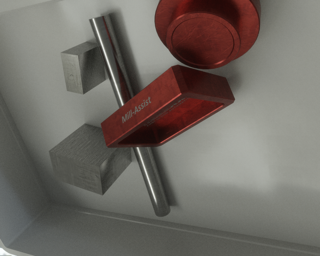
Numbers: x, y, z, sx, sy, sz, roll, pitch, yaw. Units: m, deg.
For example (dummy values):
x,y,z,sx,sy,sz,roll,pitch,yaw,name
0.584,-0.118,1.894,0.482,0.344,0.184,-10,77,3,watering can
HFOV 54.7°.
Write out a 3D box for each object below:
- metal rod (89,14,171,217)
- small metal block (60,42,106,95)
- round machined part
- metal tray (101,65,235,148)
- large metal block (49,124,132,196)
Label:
x,y,z,sx,sy,sz,roll,pitch,yaw,name
-0.033,0.000,0.424,0.025,0.025,0.298,-2,118,29,metal rod
-0.096,-0.077,0.393,0.025,0.050,0.050,14,124,20,small metal block
0.043,-0.093,0.291,0.099,0.042,0.098,10,149,6,round machined part
0.006,-0.017,0.350,0.130,0.091,0.030,-33,66,38,metal tray
-0.097,0.042,0.448,0.080,0.080,0.050,14,124,20,large metal block
